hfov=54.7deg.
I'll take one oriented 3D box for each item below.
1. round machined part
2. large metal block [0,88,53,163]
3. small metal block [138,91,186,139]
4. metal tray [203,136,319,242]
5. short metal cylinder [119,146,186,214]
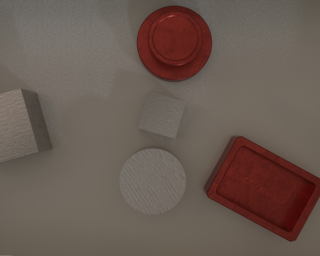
[{"bbox_3d":[0.019,-0.111,0.403,0.099,0.042,0.097,0,90,-1],"label":"round machined part"},{"bbox_3d":[-0.195,0.001,0.396,0.080,0.050,0.080,-16,90,-1],"label":"large metal block"},{"bbox_3d":[0.002,-0.017,0.411,0.050,0.025,0.050,16,90,-1],"label":"small metal block"},{"bbox_3d":[0.136,0.078,0.410,0.130,0.030,0.090,29,90,-1],"label":"metal tray"},{"bbox_3d":[-0.009,0.064,0.399,0.081,0.050,0.079,0,90,-1],"label":"short metal cylinder"}]
